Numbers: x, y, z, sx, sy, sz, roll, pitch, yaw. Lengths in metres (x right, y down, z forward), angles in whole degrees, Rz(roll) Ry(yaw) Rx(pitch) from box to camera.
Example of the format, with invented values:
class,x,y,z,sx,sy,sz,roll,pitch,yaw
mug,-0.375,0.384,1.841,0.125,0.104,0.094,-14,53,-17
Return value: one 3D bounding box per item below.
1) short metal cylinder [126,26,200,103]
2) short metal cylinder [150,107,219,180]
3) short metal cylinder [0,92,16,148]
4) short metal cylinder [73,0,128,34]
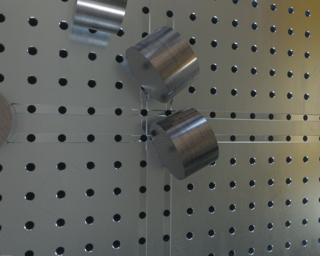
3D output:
class,x,y,z,sx,sy,sz,roll,pitch,yaw
short metal cylinder,0.003,-0.078,0.384,0.050,0.080,0.080,-39,103,-16
short metal cylinder,0.030,0.019,0.394,0.050,0.080,0.080,-27,99,-18
short metal cylinder,-0.198,-0.009,0.326,0.081,0.050,0.079,0,90,-20
short metal cylinder,-0.069,-0.154,0.357,0.050,0.080,0.080,7,88,-20
